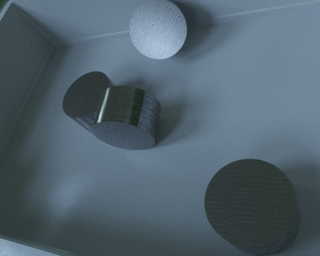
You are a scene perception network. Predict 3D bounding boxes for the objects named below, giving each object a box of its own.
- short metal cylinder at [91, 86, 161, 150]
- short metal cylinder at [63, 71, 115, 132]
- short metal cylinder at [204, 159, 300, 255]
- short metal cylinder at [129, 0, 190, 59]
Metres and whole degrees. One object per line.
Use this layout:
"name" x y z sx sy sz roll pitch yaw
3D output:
"short metal cylinder" -0.042 -0.011 0.399 0.080 0.080 0.050 -4 60 26
"short metal cylinder" -0.096 -0.037 0.464 0.080 0.050 0.080 -13 56 21
"short metal cylinder" 0.089 0.076 0.296 0.080 0.050 0.080 -13 56 21
"short metal cylinder" 0.001 -0.144 0.449 0.080 0.080 0.050 -19 18 17
